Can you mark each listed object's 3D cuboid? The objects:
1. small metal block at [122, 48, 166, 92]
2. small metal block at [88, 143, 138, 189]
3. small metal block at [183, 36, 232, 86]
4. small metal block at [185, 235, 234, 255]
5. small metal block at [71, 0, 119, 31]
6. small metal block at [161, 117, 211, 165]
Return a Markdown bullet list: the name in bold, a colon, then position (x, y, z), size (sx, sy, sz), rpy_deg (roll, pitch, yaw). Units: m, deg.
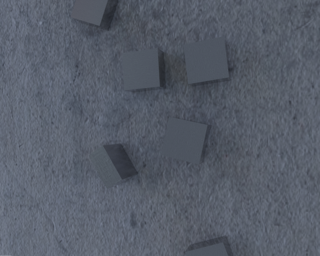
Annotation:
- **small metal block**: position (-0.021, -0.076, 0.415), size (0.050, 0.025, 0.050), rpy_deg (-4, 89, 19)
- **small metal block**: position (-0.061, 0.050, 0.416), size (0.025, 0.050, 0.050), rpy_deg (-34, 79, 17)
- **small metal block**: position (0.060, -0.082, 0.387), size (0.050, 0.025, 0.050), rpy_deg (-7, 88, 19)
- **small metal block**: position (0.066, 0.168, 0.385), size (0.050, 0.025, 0.050), rpy_deg (-22, 83, 18)
- **small metal block**: position (-0.092, -0.172, 0.440), size (0.050, 0.025, 0.050), rpy_deg (22, 97, 18)
- **small metal block**: position (0.034, 0.015, 0.396), size (0.050, 0.025, 0.050), rpy_deg (13, 94, 19)
